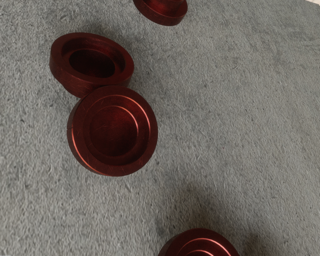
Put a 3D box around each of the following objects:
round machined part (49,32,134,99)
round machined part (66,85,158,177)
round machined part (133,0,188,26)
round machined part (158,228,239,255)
[{"bbox_3d":[-0.085,-0.072,0.382,0.099,0.042,0.098,14,45,-14],"label":"round machined part"},{"bbox_3d":[-0.055,0.004,0.346,0.099,0.042,0.097,4,82,-31],"label":"round machined part"},{"bbox_3d":[0.005,-0.227,0.534,0.099,0.042,0.098,14,56,-21],"label":"round machined part"},{"bbox_3d":[0.037,0.157,0.317,0.099,0.042,0.098,14,56,-21],"label":"round machined part"}]
